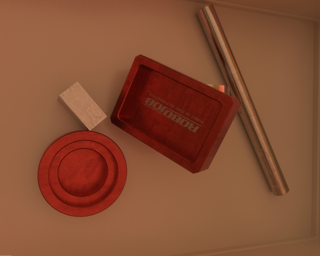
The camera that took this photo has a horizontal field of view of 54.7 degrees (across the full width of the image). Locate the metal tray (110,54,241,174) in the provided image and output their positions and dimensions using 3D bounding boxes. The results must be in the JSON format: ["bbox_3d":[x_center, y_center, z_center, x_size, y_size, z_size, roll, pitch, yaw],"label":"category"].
[{"bbox_3d":[0.013,-0.019,0.356,0.030,0.130,0.089,0,117,-62],"label":"metal tray"}]

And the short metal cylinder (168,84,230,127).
[{"bbox_3d":[0.049,-0.026,0.401,0.081,0.080,0.050,0,90,-20],"label":"short metal cylinder"}]

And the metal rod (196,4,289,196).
[{"bbox_3d":[0.126,-0.035,0.458,0.025,0.025,0.299,-28,100,-18],"label":"metal rod"}]

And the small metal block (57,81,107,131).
[{"bbox_3d":[-0.093,-0.024,0.363,0.025,0.050,0.050,-42,104,-16],"label":"small metal block"}]

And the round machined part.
[{"bbox_3d":[-0.092,0.051,0.368,0.099,0.042,0.097,0,90,-21],"label":"round machined part"}]
